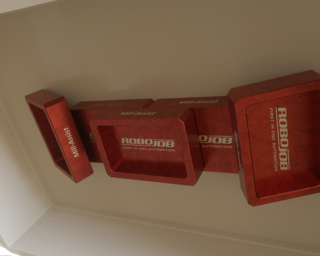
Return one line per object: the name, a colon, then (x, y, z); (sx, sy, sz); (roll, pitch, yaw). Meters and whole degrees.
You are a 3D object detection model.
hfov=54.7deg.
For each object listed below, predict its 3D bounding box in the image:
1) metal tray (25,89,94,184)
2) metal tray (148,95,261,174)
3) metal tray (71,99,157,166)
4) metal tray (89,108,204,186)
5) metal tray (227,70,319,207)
metal tray: (-0.152, 0.011, 0.467); (0.090, 0.030, 0.129); (19, 131, 49)
metal tray: (0.055, 0.009, 0.381); (0.130, 0.030, 0.089); (0, 119, 28)
metal tray: (-0.061, 0.007, 0.441); (0.130, 0.030, 0.089); (0, 119, 28)
metal tray: (-0.017, 0.022, 0.387); (0.130, 0.030, 0.089); (1, 118, 28)
metal tray: (0.126, 0.014, 0.321); (0.090, 0.030, 0.129); (-13, 115, 3)
